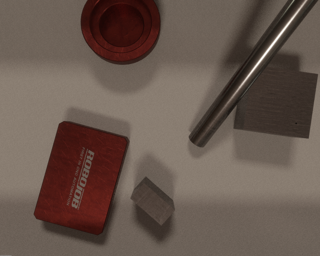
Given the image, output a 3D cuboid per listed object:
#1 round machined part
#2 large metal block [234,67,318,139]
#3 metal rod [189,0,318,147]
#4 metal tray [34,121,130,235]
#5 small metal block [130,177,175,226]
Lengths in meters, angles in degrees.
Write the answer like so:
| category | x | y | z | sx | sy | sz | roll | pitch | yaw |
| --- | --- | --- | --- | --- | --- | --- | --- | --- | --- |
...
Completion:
| category | x | y | z | sx | sy | sz | roll | pitch | yaw |
| --- | --- | --- | --- | --- | --- | --- | --- | --- | --- |
| round machined part | -0.048 | -0.131 | 0.402 | 0.099 | 0.042 | 0.097 | 0 | 90 | -1 |
| large metal block | 0.147 | -0.032 | 0.401 | 0.081 | 0.050 | 0.080 | 8 | 90 | -1 |
| metal rod | 0.122 | -0.093 | 0.346 | 0.025 | 0.025 | 0.298 | 33 | 117 | -1 |
| metal tray | -0.101 | 0.064 | 0.408 | 0.091 | 0.030 | 0.129 | 15 | 90 | -1 |
| small metal block | -0.009 | 0.092 | 0.399 | 0.050 | 0.050 | 0.025 | 42 | 90 | -1 |
